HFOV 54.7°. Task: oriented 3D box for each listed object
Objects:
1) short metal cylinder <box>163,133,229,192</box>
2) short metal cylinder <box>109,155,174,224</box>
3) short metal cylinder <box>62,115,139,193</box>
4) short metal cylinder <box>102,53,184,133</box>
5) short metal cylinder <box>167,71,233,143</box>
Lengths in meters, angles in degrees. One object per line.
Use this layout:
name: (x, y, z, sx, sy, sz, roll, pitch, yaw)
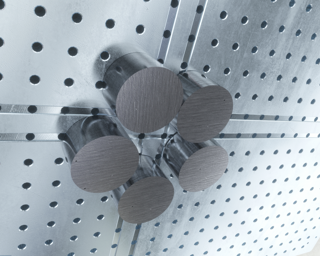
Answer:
short metal cylinder: (0.051, 0.046, 0.450, 0.081, 0.050, 0.079, -14, 126, -20)
short metal cylinder: (-0.027, 0.085, 0.431, 0.081, 0.050, 0.079, -13, 124, -21)
short metal cylinder: (-0.072, 0.031, 0.374, 0.081, 0.050, 0.079, -14, 125, -21)
short metal cylinder: (-0.020, -0.041, 0.358, 0.081, 0.050, 0.079, -14, 125, -21)
short metal cylinder: (0.046, -0.028, 0.402, 0.081, 0.050, 0.079, -14, 124, -21)
